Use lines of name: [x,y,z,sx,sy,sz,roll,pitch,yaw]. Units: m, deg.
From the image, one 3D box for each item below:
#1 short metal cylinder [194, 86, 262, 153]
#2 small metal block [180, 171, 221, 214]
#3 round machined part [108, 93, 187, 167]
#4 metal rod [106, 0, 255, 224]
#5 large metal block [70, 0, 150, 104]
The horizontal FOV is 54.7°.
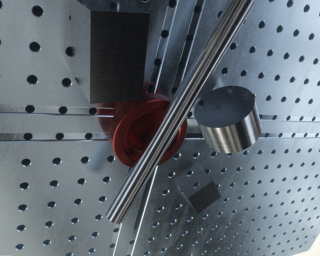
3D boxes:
short metal cylinder: [0.092,-0.012,0.421,0.080,0.080,0.050,-34,129,-6]
small metal block: [0.069,0.109,0.519,0.050,0.025,0.050,-34,129,-6]
round machined part: [-0.018,0.001,0.392,0.099,0.042,0.097,-14,125,-21]
metal rod: [0.015,-0.011,0.359,0.025,0.025,0.298,20,108,-36]
large metal block: [-0.053,-0.078,0.300,0.050,0.080,0.079,-7,122,-25]
